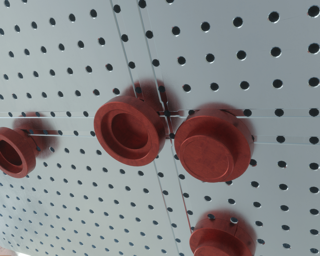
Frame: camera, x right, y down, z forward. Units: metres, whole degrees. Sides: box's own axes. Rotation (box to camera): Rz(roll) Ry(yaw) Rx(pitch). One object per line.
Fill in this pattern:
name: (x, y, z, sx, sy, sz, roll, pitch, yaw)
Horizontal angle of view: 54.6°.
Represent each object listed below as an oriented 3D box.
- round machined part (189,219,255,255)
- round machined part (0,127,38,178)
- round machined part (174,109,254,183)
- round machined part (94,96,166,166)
round machined part: (0.090, 0.189, 0.470, 0.098, 0.042, 0.097, 13, 124, 21)
round machined part: (-0.265, 0.040, 0.566, 0.098, 0.042, 0.097, 13, 124, 21)
round machined part: (0.063, 0.029, 0.386, 0.098, 0.042, 0.097, 13, 124, 21)
round machined part: (-0.037, 0.000, 0.421, 0.098, 0.042, 0.097, 13, 124, 21)
